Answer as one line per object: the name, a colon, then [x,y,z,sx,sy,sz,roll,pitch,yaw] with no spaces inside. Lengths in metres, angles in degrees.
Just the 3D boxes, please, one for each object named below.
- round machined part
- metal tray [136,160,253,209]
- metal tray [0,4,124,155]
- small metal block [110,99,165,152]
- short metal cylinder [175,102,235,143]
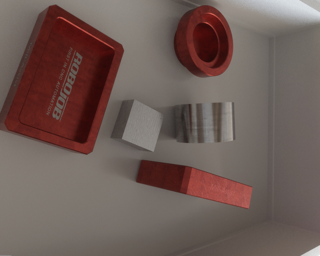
round machined part: [0.059,-0.121,0.447,0.099,0.042,0.097,0,90,-40]
metal tray: [0.047,0.074,0.405,0.131,0.090,0.030,22,76,-38]
metal tray: [-0.098,-0.046,0.322,0.090,0.030,0.130,25,75,-38]
small metal block: [-0.027,-0.002,0.386,0.050,0.025,0.050,26,74,-37]
short metal cylinder: [0.061,-0.008,0.425,0.081,0.080,0.050,-5,94,-40]
